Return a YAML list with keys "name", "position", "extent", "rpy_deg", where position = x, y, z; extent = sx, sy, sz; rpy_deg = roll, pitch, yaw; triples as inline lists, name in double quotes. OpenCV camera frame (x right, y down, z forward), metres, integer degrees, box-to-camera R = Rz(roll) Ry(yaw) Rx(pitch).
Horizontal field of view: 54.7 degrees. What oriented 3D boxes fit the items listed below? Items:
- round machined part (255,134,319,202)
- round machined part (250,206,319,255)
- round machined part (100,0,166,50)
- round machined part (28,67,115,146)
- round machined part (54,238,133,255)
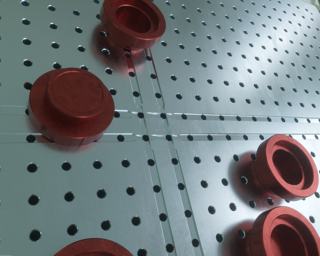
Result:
- name: "round machined part"
  position: [0.182, 0.062, 0.460]
  extent: [0.099, 0.042, 0.098]
  rpy_deg: [14, 56, -21]
- name: "round machined part"
  position: [0.154, 0.152, 0.390]
  extent: [0.099, 0.042, 0.098]
  rpy_deg: [14, 56, -21]
- name: "round machined part"
  position: [-0.044, -0.158, 0.472]
  extent: [0.099, 0.042, 0.098]
  rpy_deg: [14, 56, -21]
- name: "round machined part"
  position: [-0.100, -0.032, 0.363]
  extent: [0.099, 0.042, 0.098]
  rpy_deg: [14, 56, -21]
- name: "round machined part"
  position: [-0.063, 0.151, 0.272]
  extent: [0.099, 0.042, 0.098]
  rpy_deg: [14, 56, -21]
